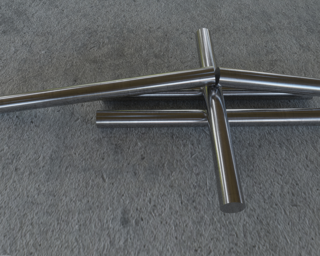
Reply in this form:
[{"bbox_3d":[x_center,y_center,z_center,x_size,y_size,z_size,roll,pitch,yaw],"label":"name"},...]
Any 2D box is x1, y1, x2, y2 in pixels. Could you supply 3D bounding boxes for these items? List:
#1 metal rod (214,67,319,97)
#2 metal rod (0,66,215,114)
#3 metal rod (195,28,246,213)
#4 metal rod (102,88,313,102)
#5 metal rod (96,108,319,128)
[{"bbox_3d":[0.221,-0.055,0.421,0.302,0.025,0.025,4,50,-10],"label":"metal rod"},{"bbox_3d":[-0.080,-0.049,0.412,0.302,0.025,0.025,-7,50,6],"label":"metal rod"},{"bbox_3d":[0.071,-0.036,0.403,0.025,0.025,0.300,0,50,-1],"label":"metal rod"},{"bbox_3d":[0.068,-0.052,0.448,0.302,0.025,0.025,-1,50,-1],"label":"metal rod"},{"bbox_3d":[0.068,-0.013,0.416,0.302,0.025,0.025,-1,50,-1],"label":"metal rod"}]
